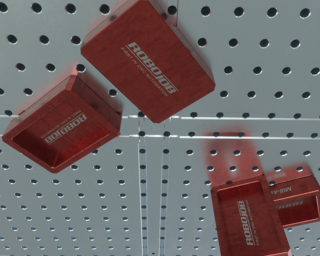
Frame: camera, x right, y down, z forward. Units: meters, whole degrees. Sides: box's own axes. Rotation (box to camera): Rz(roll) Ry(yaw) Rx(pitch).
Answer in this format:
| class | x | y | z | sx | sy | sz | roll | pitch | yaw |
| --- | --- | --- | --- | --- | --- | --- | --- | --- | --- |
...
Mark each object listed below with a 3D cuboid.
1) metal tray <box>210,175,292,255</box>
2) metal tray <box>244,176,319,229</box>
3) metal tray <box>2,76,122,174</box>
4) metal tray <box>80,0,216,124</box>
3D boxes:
| class | x | y | z | sx | sy | sz | roll | pitch | yaw |
| --- | --- | --- | --- | --- | --- | --- | --- | --- | --- |
| metal tray | 0.131 | 0.139 | 0.463 | 0.090 | 0.130 | 0.030 | -16 | 128 | 13 |
| metal tray | 0.204 | 0.135 | 0.526 | 0.130 | 0.030 | 0.090 | -17 | 128 | 13 |
| metal tray | -0.127 | 0.001 | 0.407 | 0.130 | 0.030 | 0.090 | -31 | 124 | 23 |
| metal tray | -0.010 | -0.072 | 0.347 | 0.090 | 0.030 | 0.130 | -31 | 124 | 23 |
